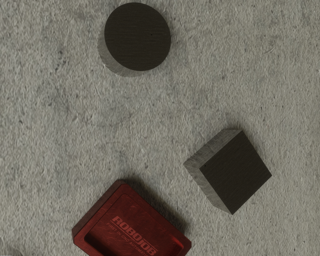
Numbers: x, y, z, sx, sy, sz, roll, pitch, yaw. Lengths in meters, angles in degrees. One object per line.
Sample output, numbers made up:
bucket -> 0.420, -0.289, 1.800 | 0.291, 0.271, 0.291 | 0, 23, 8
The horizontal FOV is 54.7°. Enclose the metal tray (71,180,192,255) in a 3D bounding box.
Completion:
metal tray -> -0.034, 0.141, 0.394 | 0.130, 0.030, 0.090 | 45, 76, -15

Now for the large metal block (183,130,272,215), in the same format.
large metal block -> 0.093, 0.058, 0.431 | 0.080, 0.050, 0.080 | -39, 103, -16

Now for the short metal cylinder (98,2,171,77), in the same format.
short metal cylinder -> -0.033, -0.106, 0.384 | 0.081, 0.050, 0.080 | 0, 90, -20
